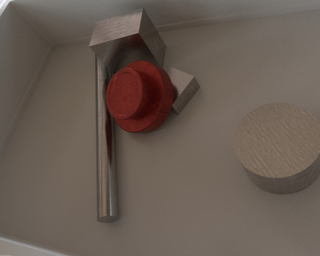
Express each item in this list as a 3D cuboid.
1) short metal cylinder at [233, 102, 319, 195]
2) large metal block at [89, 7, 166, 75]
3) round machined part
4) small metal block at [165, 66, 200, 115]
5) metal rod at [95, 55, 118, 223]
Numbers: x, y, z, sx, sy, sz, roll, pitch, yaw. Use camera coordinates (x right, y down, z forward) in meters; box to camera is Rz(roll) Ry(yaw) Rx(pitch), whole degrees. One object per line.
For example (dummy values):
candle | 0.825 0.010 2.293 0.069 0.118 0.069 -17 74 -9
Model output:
short metal cylinder | 0.120 0.021 0.313 0.080 0.050 0.080 -13 56 20
large metal block | -0.046 -0.124 0.469 0.080 0.080 0.050 -8 59 24
round machined part | -0.034 -0.042 0.412 0.098 0.042 0.097 -4 83 39
small metal block | 0.018 -0.053 0.427 0.050 0.025 0.050 30 78 37
metal rod | -0.081 -0.013 0.454 0.025 0.025 0.299 -20 54 16
